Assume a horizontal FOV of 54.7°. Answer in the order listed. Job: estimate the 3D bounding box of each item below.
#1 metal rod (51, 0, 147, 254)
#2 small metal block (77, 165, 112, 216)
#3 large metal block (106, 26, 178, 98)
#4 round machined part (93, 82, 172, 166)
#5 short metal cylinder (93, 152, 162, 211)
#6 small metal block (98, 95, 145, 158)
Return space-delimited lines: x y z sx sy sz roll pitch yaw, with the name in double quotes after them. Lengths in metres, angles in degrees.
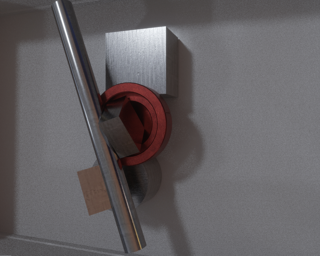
-0.073 -0.007 0.359 0.025 0.025 0.299 -20 84 18 "metal rod"
-0.078 0.073 0.366 0.025 0.050 0.050 -16 83 -14 "small metal block"
-0.022 -0.080 0.401 0.080 0.050 0.079 0 90 19 "large metal block"
-0.032 -0.005 0.379 0.098 0.042 0.097 0 90 19 "round machined part"
-0.044 0.066 0.411 0.080 0.050 0.079 0 90 19 "short metal cylinder"
-0.043 -0.002 0.359 0.025 0.050 0.050 -19 119 15 "small metal block"
